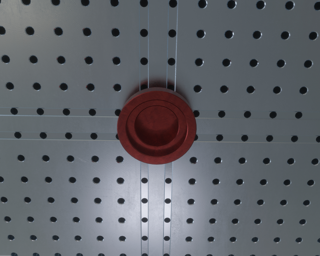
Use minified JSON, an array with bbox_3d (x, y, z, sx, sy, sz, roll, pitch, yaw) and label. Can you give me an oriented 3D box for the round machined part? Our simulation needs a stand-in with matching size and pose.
[{"bbox_3d":[-0.004,-0.005,0.402,0.099,0.042,0.097,0,110,0],"label":"round machined part"}]
